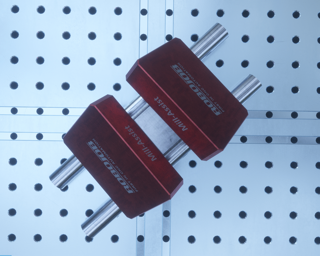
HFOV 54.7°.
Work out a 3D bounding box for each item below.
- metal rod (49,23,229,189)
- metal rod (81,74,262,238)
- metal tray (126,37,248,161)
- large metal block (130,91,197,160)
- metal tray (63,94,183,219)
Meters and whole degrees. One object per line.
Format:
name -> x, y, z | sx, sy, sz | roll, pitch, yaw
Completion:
metal rod -> -0.027, -0.030, 0.413 | 0.300, 0.025, 0.025 | -43, 91, -1
metal rod -> 0.016, 0.037, 0.414 | 0.300, 0.025, 0.025 | -42, 91, -1
metal tray -> 0.035, -0.037, 0.359 | 0.130, 0.030, 0.090 | 47, 46, 0
large metal block -> 0.001, -0.002, 0.385 | 0.080, 0.080, 0.050 | -42, 91, 0
metal tray -> -0.046, 0.037, 0.359 | 0.130, 0.030, 0.090 | 50, 133, -1
